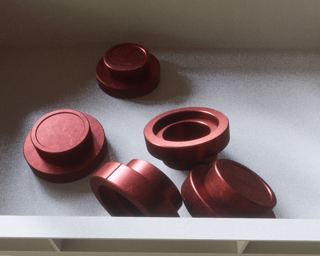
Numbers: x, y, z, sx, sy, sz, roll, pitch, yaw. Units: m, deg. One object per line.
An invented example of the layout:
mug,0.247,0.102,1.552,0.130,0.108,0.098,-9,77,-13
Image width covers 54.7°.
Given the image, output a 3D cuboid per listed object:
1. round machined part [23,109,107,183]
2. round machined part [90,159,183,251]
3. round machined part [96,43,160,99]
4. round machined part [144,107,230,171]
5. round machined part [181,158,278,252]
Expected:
round machined part,-0.117,0.015,0.380,0.099,0.042,0.098,0,50,0
round machined part,-0.017,0.068,0.300,0.098,0.097,0.042,30,57,23
round machined part,-0.049,-0.093,0.472,0.099,0.042,0.098,0,50,0
round machined part,0.033,0.014,0.367,0.099,0.042,0.098,-8,27,4
round machined part,0.074,0.067,0.306,0.098,0.042,0.098,25,23,-11
